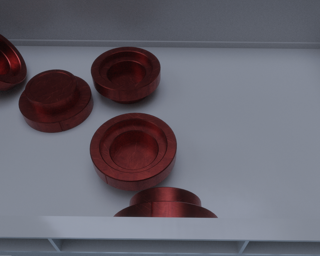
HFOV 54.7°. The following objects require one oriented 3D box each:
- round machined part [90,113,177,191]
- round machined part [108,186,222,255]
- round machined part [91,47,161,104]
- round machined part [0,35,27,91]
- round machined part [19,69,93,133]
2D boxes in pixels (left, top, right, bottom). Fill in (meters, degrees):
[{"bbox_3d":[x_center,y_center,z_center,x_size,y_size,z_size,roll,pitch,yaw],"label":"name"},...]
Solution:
[{"bbox_3d":[-0.030,0.031,0.367,0.099,0.042,0.098,0,50,0],"label":"round machined part"},{"bbox_3d":[0.005,0.088,0.283,0.099,0.097,0.042,0,50,0],"label":"round machined part"},{"bbox_3d":[-0.048,-0.073,0.455,0.099,0.042,0.098,0,50,0],"label":"round machined part"},{"bbox_3d":[-0.249,-0.095,0.448,0.042,0.098,0.098,-31,48,20],"label":"round machined part"},{"bbox_3d":[-0.145,-0.044,0.430,0.099,0.042,0.098,0,50,0],"label":"round machined part"}]
